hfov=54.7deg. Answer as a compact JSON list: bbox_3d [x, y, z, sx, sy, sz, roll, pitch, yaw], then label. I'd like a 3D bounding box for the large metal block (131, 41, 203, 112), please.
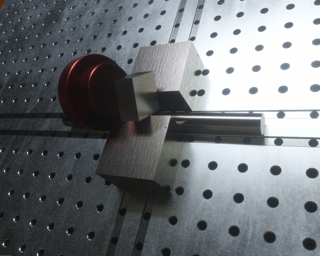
[{"bbox_3d":[0.008,-0.069,0.431,0.080,0.050,0.080,1,62,28],"label":"large metal block"}]

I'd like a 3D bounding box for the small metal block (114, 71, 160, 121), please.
[{"bbox_3d":[-0.027,-0.039,0.374,0.025,0.050,0.050,1,18,29],"label":"small metal block"}]

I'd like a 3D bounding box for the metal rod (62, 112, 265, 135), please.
[{"bbox_3d":[-0.015,-0.010,0.422,0.300,0.025,0.025,2,63,29],"label":"metal rod"}]

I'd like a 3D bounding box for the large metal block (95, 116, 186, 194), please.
[{"bbox_3d":[-0.022,0.031,0.385,0.080,0.050,0.080,1,62,29],"label":"large metal block"}]

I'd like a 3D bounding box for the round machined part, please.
[{"bbox_3d":[-0.073,-0.045,0.390,0.042,0.098,0.098,-4,59,43],"label":"round machined part"}]
